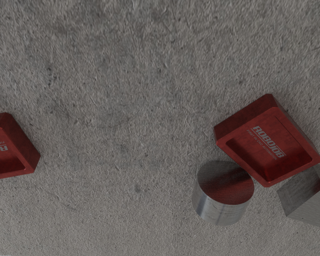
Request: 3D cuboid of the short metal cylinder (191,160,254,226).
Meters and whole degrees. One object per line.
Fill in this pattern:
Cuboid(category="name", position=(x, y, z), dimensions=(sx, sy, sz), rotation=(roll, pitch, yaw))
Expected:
Cuboid(category="short metal cylinder", position=(0.090, 0.094, 0.452), dimensions=(0.081, 0.080, 0.050), rotation=(5, 130, -4))

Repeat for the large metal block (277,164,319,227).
Cuboid(category="large metal block", position=(0.248, 0.106, 0.484), dimensions=(0.080, 0.050, 0.079), rotation=(20, 127, -16))

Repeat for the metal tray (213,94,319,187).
Cuboid(category="metal tray", position=(0.147, 0.023, 0.424), dimensions=(0.090, 0.030, 0.130), rotation=(-35, 122, 26))

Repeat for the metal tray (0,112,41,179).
Cuboid(category="metal tray", position=(-0.248, 0.033, 0.428), dimensions=(0.131, 0.030, 0.090), rotation=(-11, 130, 9))
